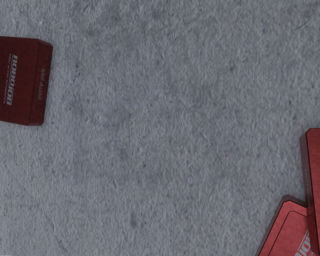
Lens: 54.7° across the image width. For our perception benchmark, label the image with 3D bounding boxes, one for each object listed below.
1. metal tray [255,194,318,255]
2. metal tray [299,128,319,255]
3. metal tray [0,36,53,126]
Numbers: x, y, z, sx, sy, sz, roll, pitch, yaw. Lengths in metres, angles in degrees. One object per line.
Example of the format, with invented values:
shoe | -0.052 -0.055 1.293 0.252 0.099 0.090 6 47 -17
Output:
metal tray | 0.159 0.154 0.350 0.090 0.030 0.129 24 98 18
metal tray | 0.199 0.065 0.315 0.090 0.030 0.129 -2 77 10
metal tray | -0.221 -0.073 0.482 0.090 0.030 0.129 9 93 19
